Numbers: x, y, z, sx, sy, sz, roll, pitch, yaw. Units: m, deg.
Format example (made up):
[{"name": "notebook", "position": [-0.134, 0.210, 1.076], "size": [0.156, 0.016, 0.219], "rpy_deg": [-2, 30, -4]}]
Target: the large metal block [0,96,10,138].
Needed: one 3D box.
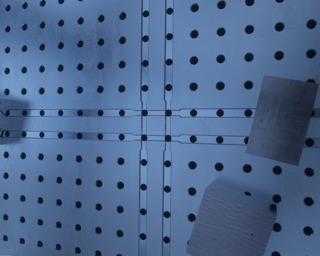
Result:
[{"name": "large metal block", "position": [-0.304, -0.021, 0.504], "size": [0.080, 0.050, 0.080], "rpy_deg": [19, 96, 18]}]

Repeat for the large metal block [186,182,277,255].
[{"name": "large metal block", "position": [0.086, 0.119, 0.369], "size": [0.080, 0.050, 0.080], "rpy_deg": [18, 96, 18]}]

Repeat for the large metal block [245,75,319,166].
[{"name": "large metal block", "position": [0.131, -0.008, 0.337], "size": [0.050, 0.080, 0.079], "rpy_deg": [14, 95, 19]}]
